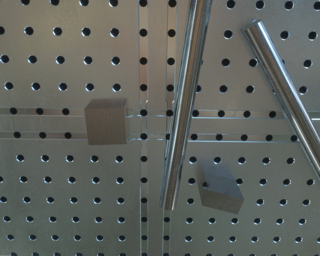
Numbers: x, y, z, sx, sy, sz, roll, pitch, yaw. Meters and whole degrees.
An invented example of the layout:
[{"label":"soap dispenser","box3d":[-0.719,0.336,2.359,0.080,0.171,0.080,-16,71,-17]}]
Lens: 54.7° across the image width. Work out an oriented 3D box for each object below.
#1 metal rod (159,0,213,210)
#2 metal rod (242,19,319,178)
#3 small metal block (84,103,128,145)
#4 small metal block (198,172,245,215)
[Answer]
[{"label":"metal rod","box3d":[0.031,-0.025,0.404,0.025,0.025,0.298,7,110,-3]},{"label":"metal rod","box3d":[0.190,-0.005,0.413,0.025,0.025,0.299,-31,107,11]},{"label":"small metal block","box3d":[-0.070,-0.006,0.411,0.050,0.025,0.050,-2,110,0]},{"label":"small metal block","box3d":[0.084,0.090,0.434,0.050,0.050,0.025,16,109,-6]}]
